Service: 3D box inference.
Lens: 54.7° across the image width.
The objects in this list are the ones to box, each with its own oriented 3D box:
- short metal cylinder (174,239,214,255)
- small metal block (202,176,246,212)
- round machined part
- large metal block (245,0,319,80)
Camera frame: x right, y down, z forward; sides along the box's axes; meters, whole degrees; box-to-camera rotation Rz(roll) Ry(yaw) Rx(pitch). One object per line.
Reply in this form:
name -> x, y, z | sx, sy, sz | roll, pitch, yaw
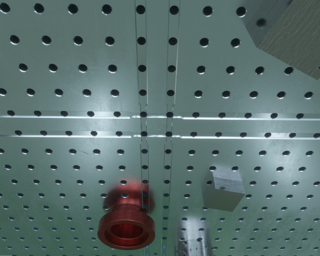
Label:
short metal cylinder -> 0.069, 0.269, 0.625 | 0.081, 0.050, 0.079 | 0, 130, 0
small metal block -> 0.103, 0.109, 0.505 | 0.050, 0.025, 0.050 | 12, 129, -10
round machined part -> -0.057, 0.171, 0.546 | 0.099, 0.042, 0.097 | 0, 130, 0
large metal block -> 0.147, -0.107, 0.306 | 0.080, 0.050, 0.080 | 22, 127, -18
